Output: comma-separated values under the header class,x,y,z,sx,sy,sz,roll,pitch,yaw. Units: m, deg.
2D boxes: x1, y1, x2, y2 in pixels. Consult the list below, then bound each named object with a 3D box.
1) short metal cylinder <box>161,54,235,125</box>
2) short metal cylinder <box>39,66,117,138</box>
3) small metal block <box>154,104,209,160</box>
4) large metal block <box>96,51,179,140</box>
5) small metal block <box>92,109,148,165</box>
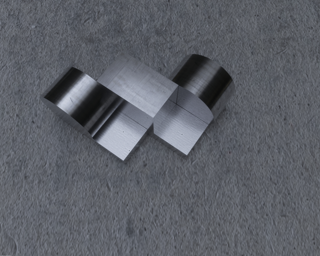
class,x,y,z,sx,sy,sz,roll,pitch,yaw
short metal cylinder,0.048,-0.048,0.398,0.080,0.080,0.050,34,74,11
short metal cylinder,-0.102,-0.031,0.391,0.080,0.080,0.050,33,74,11
small metal block,0.027,0.005,0.408,0.050,0.025,0.050,34,73,11
large metal block,-0.026,-0.039,0.395,0.080,0.080,0.050,33,73,11
small metal block,-0.051,0.012,0.405,0.050,0.025,0.050,34,73,11
